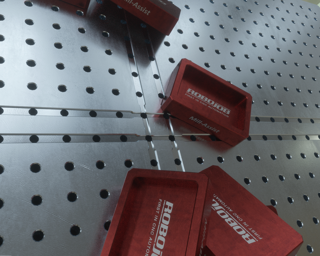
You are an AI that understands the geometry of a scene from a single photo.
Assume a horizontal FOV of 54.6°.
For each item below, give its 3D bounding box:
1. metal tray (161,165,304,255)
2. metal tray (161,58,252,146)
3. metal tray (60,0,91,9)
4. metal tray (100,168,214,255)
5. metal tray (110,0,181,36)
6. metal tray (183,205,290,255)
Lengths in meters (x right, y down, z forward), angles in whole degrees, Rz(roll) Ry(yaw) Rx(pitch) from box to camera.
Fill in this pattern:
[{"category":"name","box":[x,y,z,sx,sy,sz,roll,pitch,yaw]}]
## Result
[{"category":"metal tray","box":[0.071,0.103,0.336,0.091,0.030,0.130,-21,44,-30]},{"category":"metal tray","box":[0.075,-0.039,0.468,0.131,0.030,0.090,26,53,-12]},{"category":"metal tray","box":[-0.144,-0.252,0.480,0.091,0.030,0.130,14,56,-20]},{"category":"metal tray","box":[-0.003,0.105,0.299,0.090,0.030,0.130,1,55,22]},{"category":"metal tray","box":[-0.031,-0.202,0.488,0.130,0.030,0.090,29,29,-11]},{"category":"metal tray","box":[0.093,0.143,0.367,0.131,0.030,0.090,4,60,-26]}]
